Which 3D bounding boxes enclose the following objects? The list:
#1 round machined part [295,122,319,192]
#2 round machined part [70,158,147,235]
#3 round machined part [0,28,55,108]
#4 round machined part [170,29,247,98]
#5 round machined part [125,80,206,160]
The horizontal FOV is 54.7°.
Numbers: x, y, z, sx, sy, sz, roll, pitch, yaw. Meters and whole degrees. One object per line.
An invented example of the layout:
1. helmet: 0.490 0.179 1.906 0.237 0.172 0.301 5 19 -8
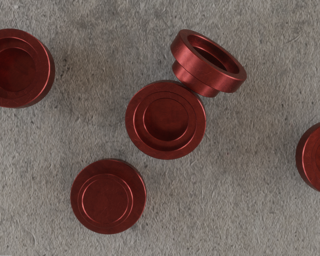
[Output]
1. round machined part: 0.225 0.038 0.403 0.099 0.042 0.097 0 90 0
2. round machined part: -0.067 0.090 0.401 0.099 0.042 0.097 0 90 0
3. round machined part: -0.184 -0.074 0.400 0.099 0.042 0.097 0 90 0
4. round machined part: 0.054 -0.075 0.381 0.098 0.098 0.042 36 122 0
5. round machined part: 0.009 -0.013 0.392 0.098 0.042 0.097 2 107 8
